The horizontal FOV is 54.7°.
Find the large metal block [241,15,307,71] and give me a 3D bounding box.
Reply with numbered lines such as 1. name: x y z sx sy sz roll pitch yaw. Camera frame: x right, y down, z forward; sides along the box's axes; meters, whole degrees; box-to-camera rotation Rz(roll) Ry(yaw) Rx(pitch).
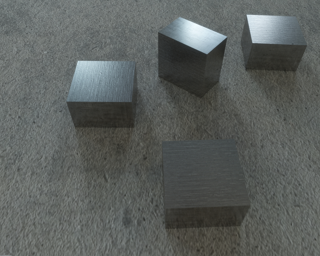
1. large metal block: 0.181 -0.139 0.505 0.080 0.050 0.080 3 50 2

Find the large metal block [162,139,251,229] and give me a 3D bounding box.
1. large metal block: 0.044 0.060 0.337 0.081 0.050 0.080 -2 50 -2

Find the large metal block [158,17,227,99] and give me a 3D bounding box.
1. large metal block: 0.045 -0.103 0.454 0.080 0.080 0.050 32 57 23

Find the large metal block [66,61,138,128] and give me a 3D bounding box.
1. large metal block: -0.075 -0.047 0.426 0.080 0.050 0.080 0 50 0
